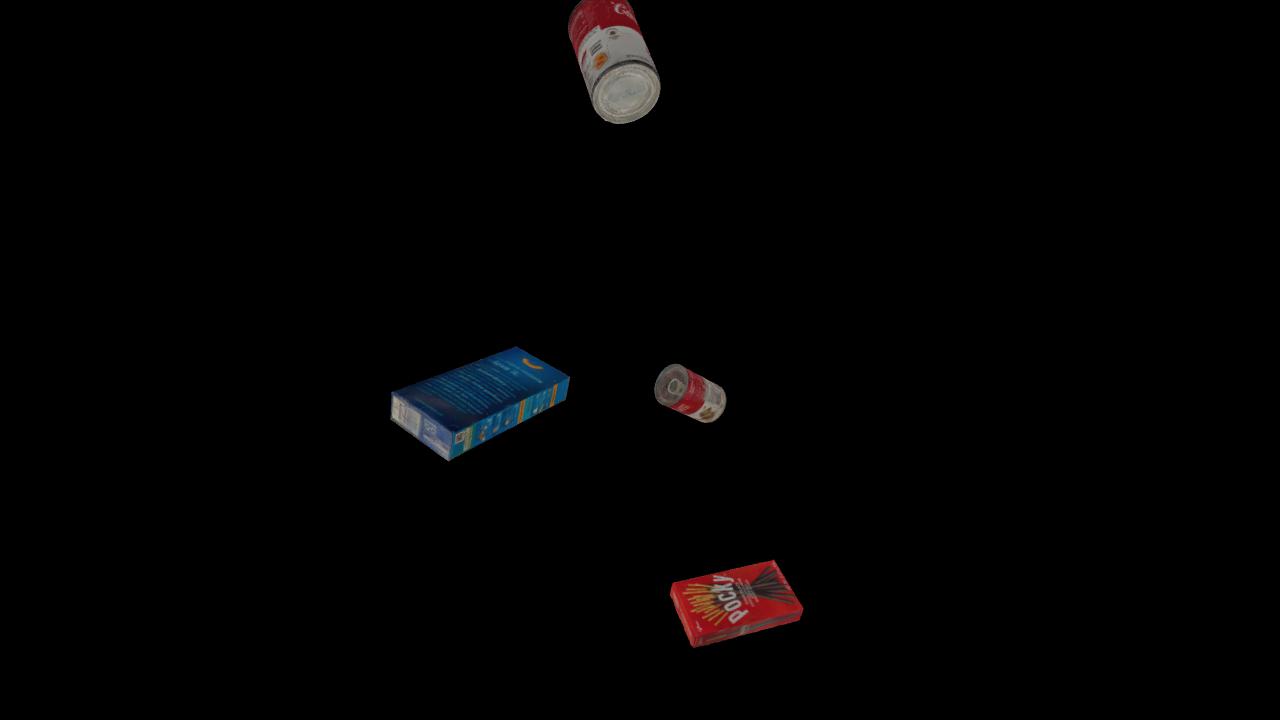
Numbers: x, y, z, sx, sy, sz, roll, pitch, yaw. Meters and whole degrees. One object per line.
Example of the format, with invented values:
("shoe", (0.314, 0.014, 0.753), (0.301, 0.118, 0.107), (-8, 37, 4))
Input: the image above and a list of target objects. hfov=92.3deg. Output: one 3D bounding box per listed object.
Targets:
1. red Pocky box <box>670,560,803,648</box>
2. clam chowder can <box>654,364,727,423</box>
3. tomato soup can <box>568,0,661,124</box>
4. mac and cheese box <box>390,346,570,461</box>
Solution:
("red Pocky box", (0.125, 0.313, 0.799), (0.155, 0.028, 0.083), (-6, 35, -18))
("clam chowder can", (0.081, 0.054, 0.966), (0.068, 0.068, 0.102), (0, -20, 46))
("tomato soup can", (-0.025, -0.282, 0.577), (0.068, 0.101, 0.068), (-13, -25, -6))
("mac and cheese box", (-0.171, 0.041, 0.683), (0.093, 0.041, 0.184), (26, 28, 24))
